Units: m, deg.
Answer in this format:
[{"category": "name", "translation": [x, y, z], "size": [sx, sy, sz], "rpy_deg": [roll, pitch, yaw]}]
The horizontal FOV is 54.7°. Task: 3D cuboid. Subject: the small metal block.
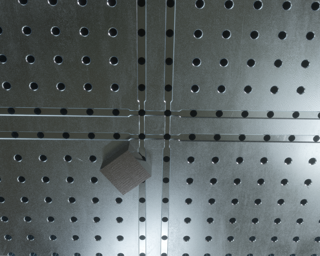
[{"category": "small metal block", "translation": [-0.047, 0.058, 0.434], "size": [0.050, 0.025, 0.050], "rpy_deg": [-36, 107, 12]}]
